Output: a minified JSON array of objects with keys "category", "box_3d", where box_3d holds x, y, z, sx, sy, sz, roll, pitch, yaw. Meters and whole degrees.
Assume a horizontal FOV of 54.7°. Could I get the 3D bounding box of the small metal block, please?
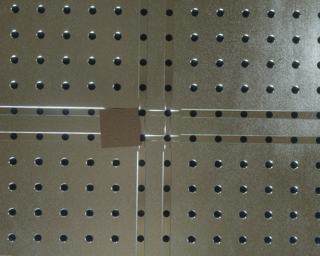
[{"category":"small metal block","box_3d":[-0.052,0.000,0.413,0.050,0.025,0.050,-4,90,-1]}]
